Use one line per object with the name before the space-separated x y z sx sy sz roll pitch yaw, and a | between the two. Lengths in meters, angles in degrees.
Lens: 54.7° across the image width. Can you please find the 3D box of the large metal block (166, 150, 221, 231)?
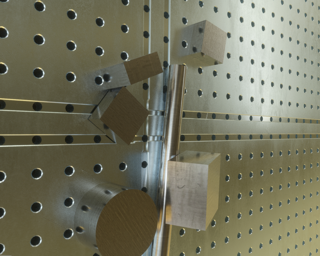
large metal block | 0.046 0.077 0.408 0.080 0.050 0.079 -14 106 -68

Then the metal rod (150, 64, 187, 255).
metal rod | 0.010 0.063 0.419 0.025 0.025 0.298 10 84 -40

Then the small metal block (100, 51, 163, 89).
small metal block | -0.034 -0.068 0.366 0.050 0.050 0.025 -29 108 -37

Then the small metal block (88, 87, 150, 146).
small metal block | -0.048 -0.014 0.370 0.050 0.025 0.050 46 62 -32

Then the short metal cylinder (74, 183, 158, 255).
short metal cylinder | -0.050 0.106 0.353 0.081 0.050 0.079 0 90 -40

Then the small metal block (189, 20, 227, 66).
small metal block | 0.074 -0.129 0.474 0.050 0.025 0.050 15 80 -39
